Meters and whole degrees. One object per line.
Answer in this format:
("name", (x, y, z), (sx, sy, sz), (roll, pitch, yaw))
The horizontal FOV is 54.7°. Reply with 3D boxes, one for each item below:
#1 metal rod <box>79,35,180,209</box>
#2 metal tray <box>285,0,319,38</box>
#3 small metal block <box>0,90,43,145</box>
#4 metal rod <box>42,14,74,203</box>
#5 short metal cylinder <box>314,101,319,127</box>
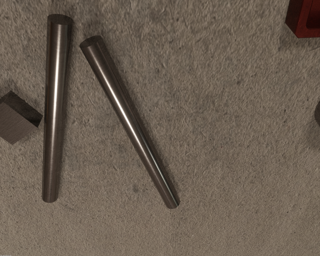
("metal rod", (-0.026, 0.016, 0.420), (0.025, 0.025, 0.299), (-15, 129, 12))
("metal tray", (0.197, -0.135, 0.291), (0.131, 0.030, 0.089), (-2, 130, 1))
("small metal block", (-0.189, -0.012, 0.394), (0.050, 0.025, 0.050), (-29, 125, 22))
("metal rod", (-0.138, 0.000, 0.405), (0.025, 0.025, 0.298), (11, 129, -10))
("short metal cylinder", (0.244, -0.011, 0.385), (0.081, 0.050, 0.079), (0, 130, 0))
